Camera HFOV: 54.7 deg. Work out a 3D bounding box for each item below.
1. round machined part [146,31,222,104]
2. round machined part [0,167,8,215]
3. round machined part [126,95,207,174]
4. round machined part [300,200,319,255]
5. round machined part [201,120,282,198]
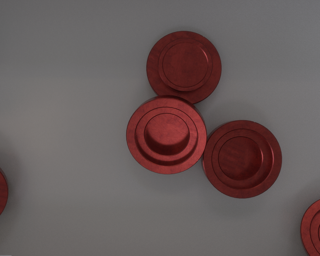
[{"bbox_3d":[0.031,-0.078,0.403,0.099,0.042,0.097,0,90,0],"label":"round machined part"},{"bbox_3d":[-0.245,0.080,0.389,0.099,0.042,0.097,-2,95,-25],"label":"round machined part"},{"bbox_3d":[0.010,0.006,0.394,0.099,0.042,0.097,1,106,5],"label":"round machined part"},{"bbox_3d":[0.230,0.138,0.390,0.098,0.042,0.098,-9,61,17],"label":"round machined part"},{"bbox_3d":[0.102,0.038,0.404,0.099,0.042,0.097,0,90,0],"label":"round machined part"}]
